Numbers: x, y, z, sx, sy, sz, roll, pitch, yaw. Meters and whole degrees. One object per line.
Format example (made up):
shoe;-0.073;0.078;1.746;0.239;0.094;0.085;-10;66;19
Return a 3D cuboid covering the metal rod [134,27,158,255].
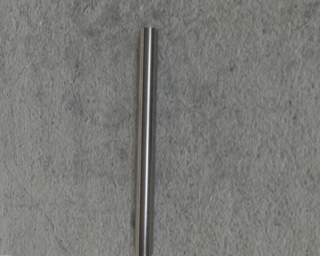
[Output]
metal rod;-0.018;0.019;0.414;0.025;0.025;0.298;2;90;19
